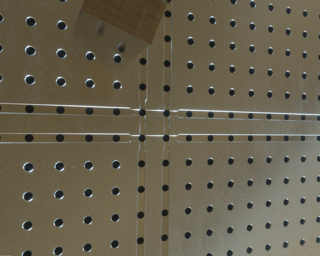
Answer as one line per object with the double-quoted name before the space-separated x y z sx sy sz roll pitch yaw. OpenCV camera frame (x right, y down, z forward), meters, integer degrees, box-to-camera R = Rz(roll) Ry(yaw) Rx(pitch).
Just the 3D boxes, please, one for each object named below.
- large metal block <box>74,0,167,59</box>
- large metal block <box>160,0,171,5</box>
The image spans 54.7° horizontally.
"large metal block" -0.050 -0.129 0.365 0.080 0.080 0.050 22 83 -19
"large metal block" -0.015 -0.215 0.394 0.081 0.050 0.080 9 87 -20
